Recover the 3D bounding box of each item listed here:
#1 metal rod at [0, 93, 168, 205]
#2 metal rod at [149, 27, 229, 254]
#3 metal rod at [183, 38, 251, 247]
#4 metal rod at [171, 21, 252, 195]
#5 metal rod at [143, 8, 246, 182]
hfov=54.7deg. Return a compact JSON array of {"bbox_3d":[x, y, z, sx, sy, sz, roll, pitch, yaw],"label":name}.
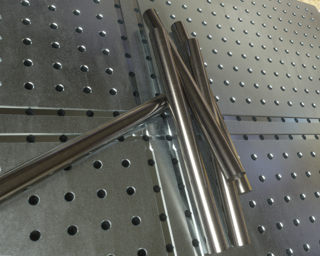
[{"bbox_3d":[-0.061,0.004,0.373,0.302,0.025,0.025,-31,79,-38],"label":"metal rod"},{"bbox_3d":[0.032,0.003,0.400,0.025,0.025,0.299,-5,72,-31],"label":"metal rod"},{"bbox_3d":[0.073,0.005,0.429,0.025,0.025,0.299,1,66,-28],"label":"metal rod"},{"bbox_3d":[0.071,-0.044,0.475,0.025,0.025,0.299,-3,63,-30],"label":"metal rod"},{"bbox_3d":[0.037,-0.063,0.434,0.025,0.025,0.299,-5,57,-31],"label":"metal rod"}]
